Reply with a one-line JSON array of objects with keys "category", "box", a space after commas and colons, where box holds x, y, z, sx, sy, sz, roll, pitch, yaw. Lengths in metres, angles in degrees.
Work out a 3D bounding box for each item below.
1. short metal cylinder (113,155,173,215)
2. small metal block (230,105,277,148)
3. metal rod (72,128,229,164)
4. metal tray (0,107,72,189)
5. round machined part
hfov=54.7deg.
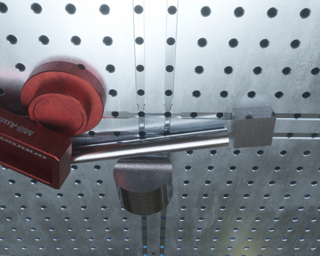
[{"category": "short metal cylinder", "box": [-0.022, 0.075, 0.440, 0.080, 0.080, 0.050, -3, 130, 1]}, {"category": "small metal block", "box": [0.123, -0.001, 0.413, 0.050, 0.025, 0.050, -5, 130, 3]}, {"category": "metal rod", "box": [-0.057, 0.031, 0.436, 0.302, 0.025, 0.025, -7, 130, 5]}, {"category": "metal tray", "box": [-0.178, 0.022, 0.388, 0.131, 0.030, 0.089, 24, 142, 0]}, {"category": "round machined part", "box": [-0.118, -0.027, 0.376, 0.099, 0.042, 0.097, 0, 131, 0]}]
